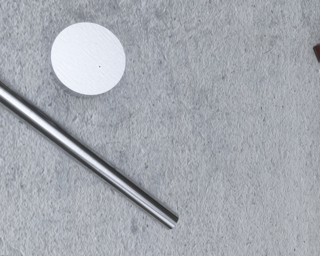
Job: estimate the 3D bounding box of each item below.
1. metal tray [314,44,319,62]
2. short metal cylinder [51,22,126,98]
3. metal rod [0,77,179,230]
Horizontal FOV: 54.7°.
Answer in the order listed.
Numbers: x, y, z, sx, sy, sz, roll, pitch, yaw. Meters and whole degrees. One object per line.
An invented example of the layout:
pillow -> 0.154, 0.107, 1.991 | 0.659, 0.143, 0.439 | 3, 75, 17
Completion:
metal tray -> 0.320, -0.142, 0.471 | 0.091, 0.130, 0.030 | -30, 100, -18
short metal cylinder -> -0.086, -0.076, 0.364 | 0.081, 0.050, 0.080 | 0, 90, -20
metal rod -> -0.093, 0.032, 0.374 | 0.300, 0.025, 0.025 | 41, 77, -16
